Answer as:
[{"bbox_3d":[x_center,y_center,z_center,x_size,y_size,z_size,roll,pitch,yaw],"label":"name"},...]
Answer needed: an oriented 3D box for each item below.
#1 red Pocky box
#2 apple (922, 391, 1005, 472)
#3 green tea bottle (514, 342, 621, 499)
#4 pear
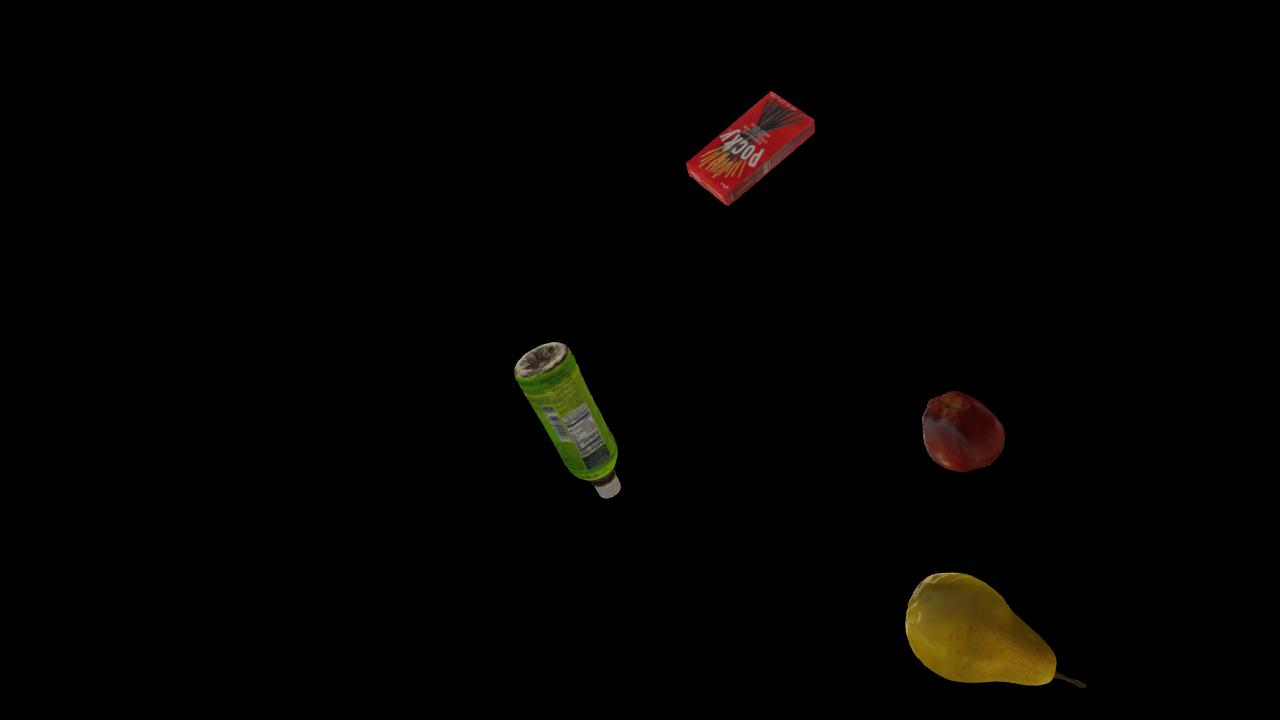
[{"bbox_3d":[0.144,-0.277,0.803,0.155,0.083,0.028,-41,-26,-3],"label":"red Pocky box"},{"bbox_3d":[0.345,0.078,0.661,0.079,0.093,0.079,-28,26,15],"label":"apple"},{"bbox_3d":[-0.075,0.082,0.729,0.073,0.212,0.073,-17,29,9],"label":"green tea bottle"},{"bbox_3d":[0.252,0.203,0.441,0.111,0.080,0.080,13,9,41],"label":"pear"}]
